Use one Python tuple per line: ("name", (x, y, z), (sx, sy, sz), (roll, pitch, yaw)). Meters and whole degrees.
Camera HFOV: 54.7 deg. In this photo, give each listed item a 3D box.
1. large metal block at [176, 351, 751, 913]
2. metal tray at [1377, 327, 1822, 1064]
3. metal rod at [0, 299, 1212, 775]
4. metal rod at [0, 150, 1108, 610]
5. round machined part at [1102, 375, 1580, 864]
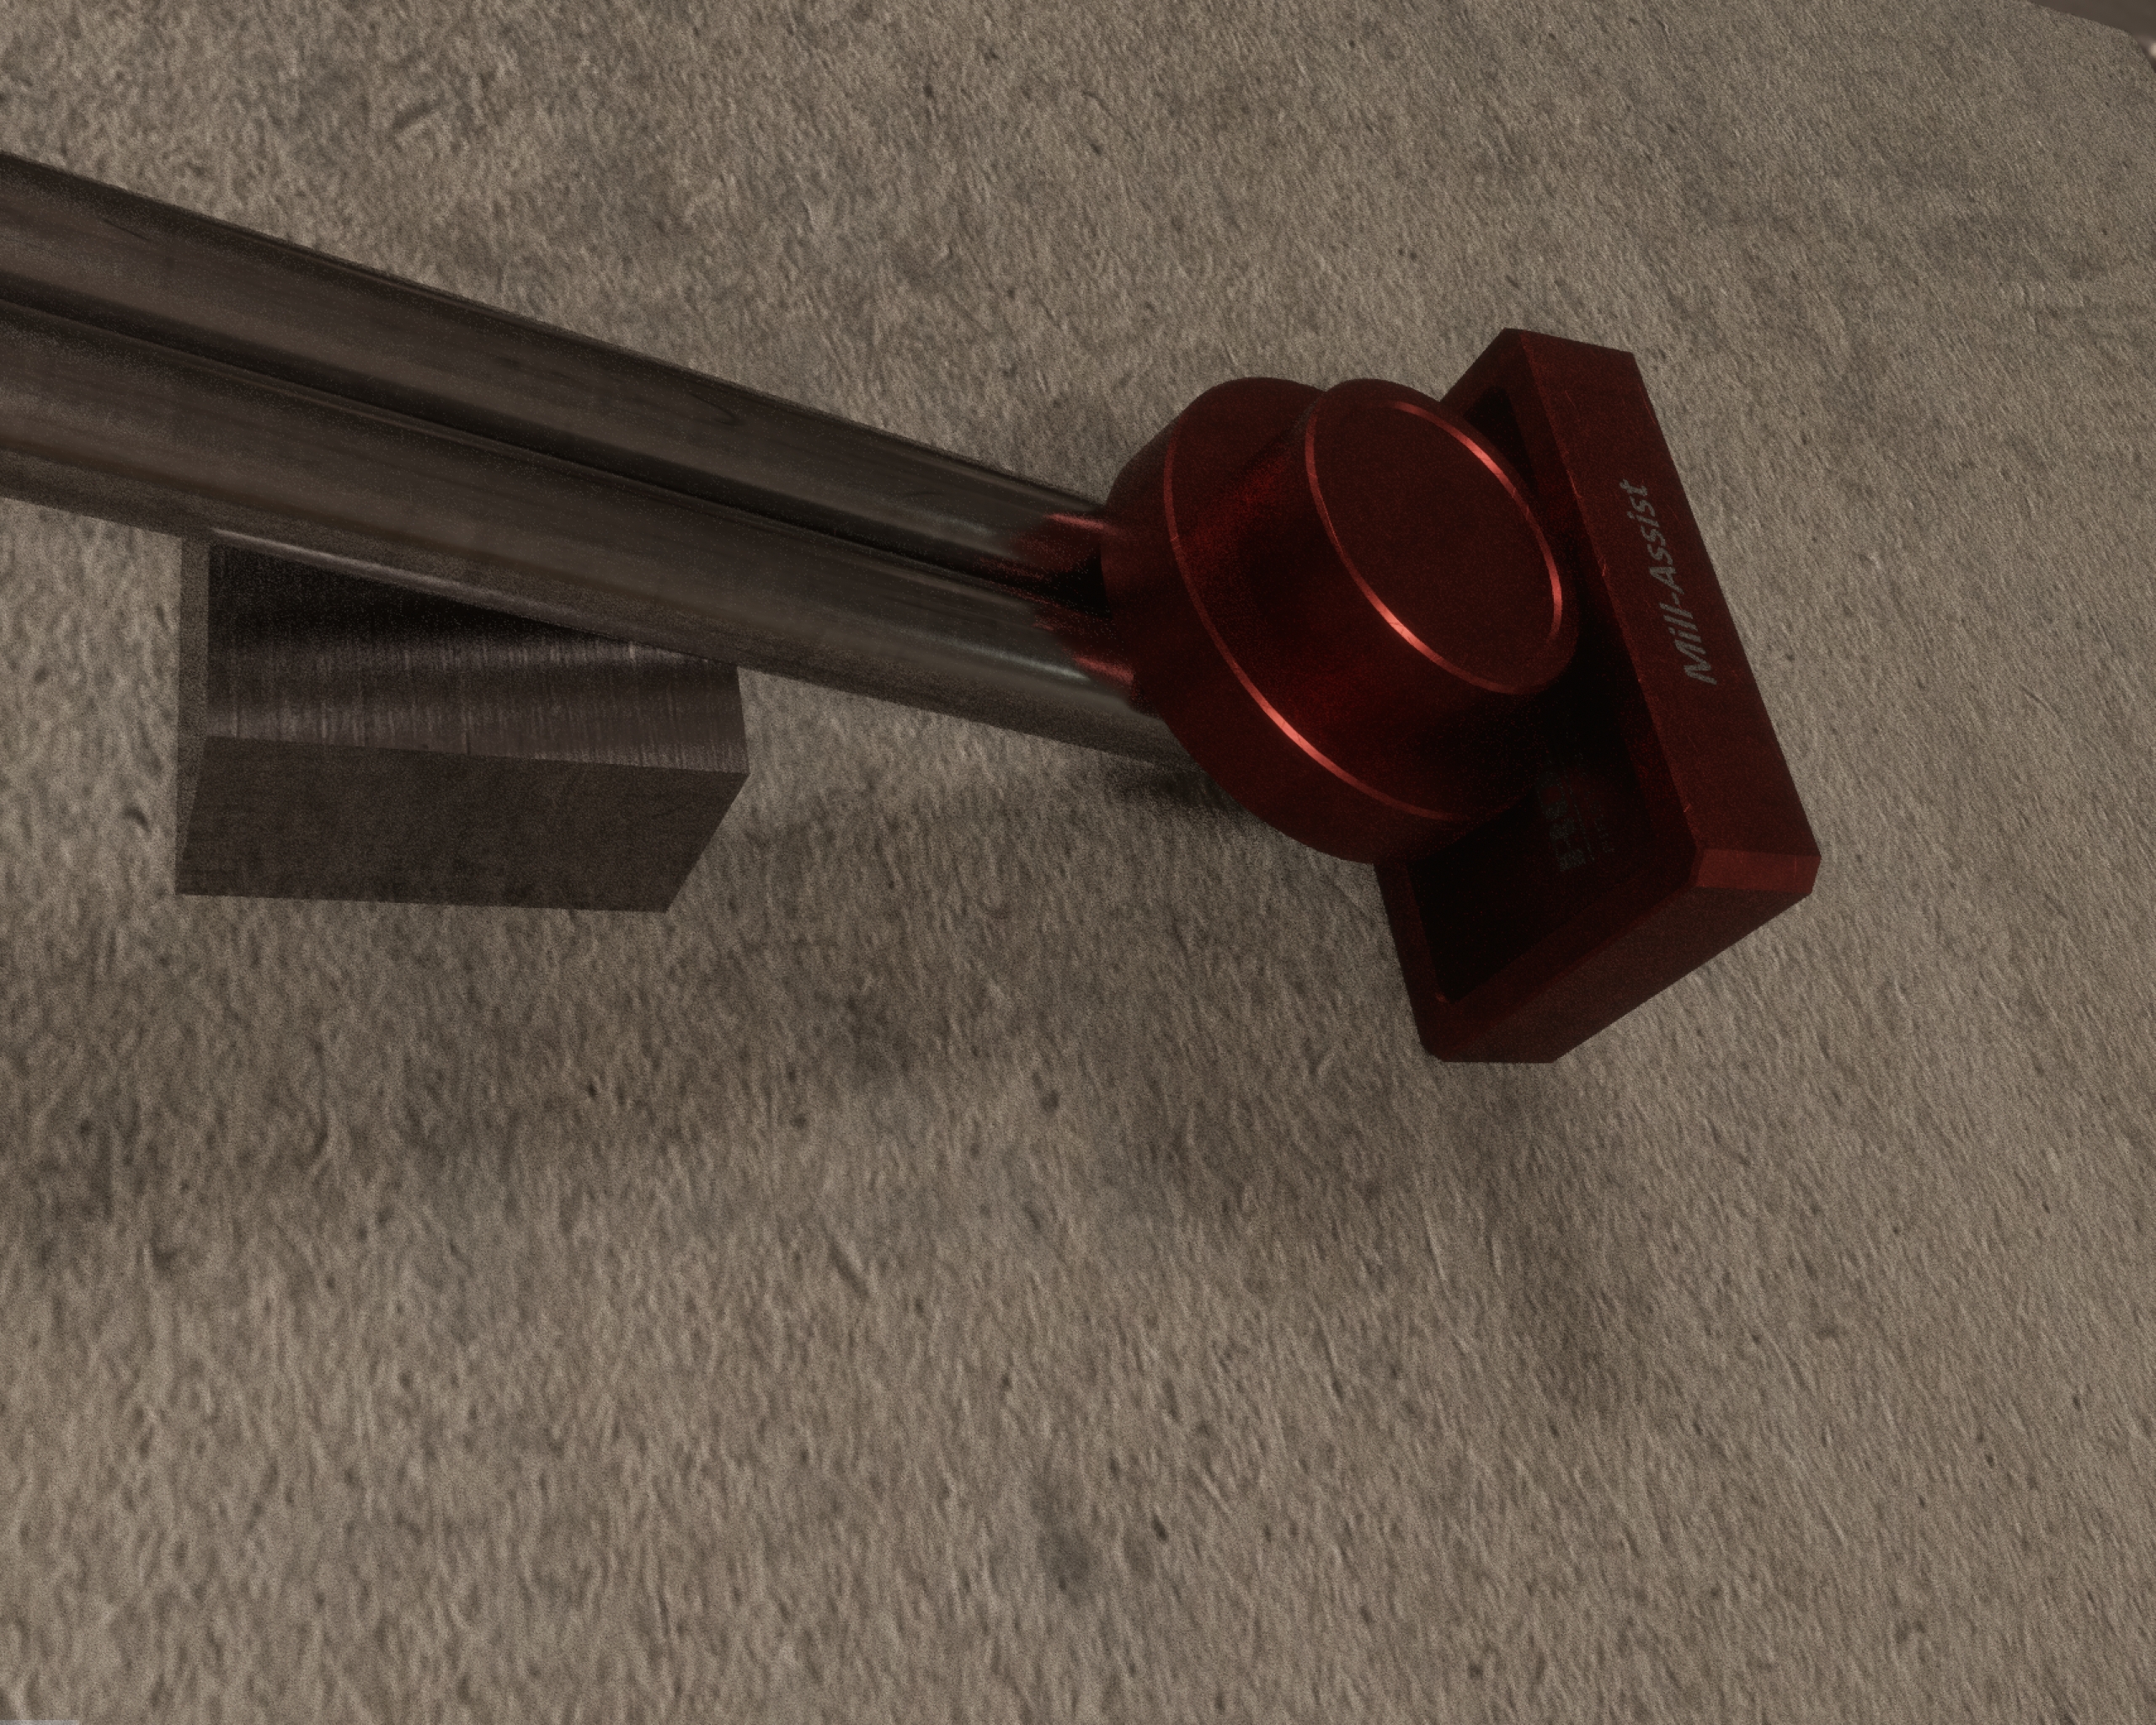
("large metal block", (-0.106, -0.040, 0.352), (0.081, 0.050, 0.080), (3, 60, -27))
("metal tray", (0.094, -0.033, 0.436), (0.030, 0.090, 0.130), (4, 60, -27))
("metal rod", (-0.036, -0.041, 0.354), (0.302, 0.025, 0.025), (11, 56, -38))
("metal rod", (-0.040, -0.065, 0.366), (0.302, 0.025, 0.025), (10, 57, -38))
("round machined part", (0.056, -0.052, 0.396), (0.099, 0.042, 0.098), (21, 52, -29))
